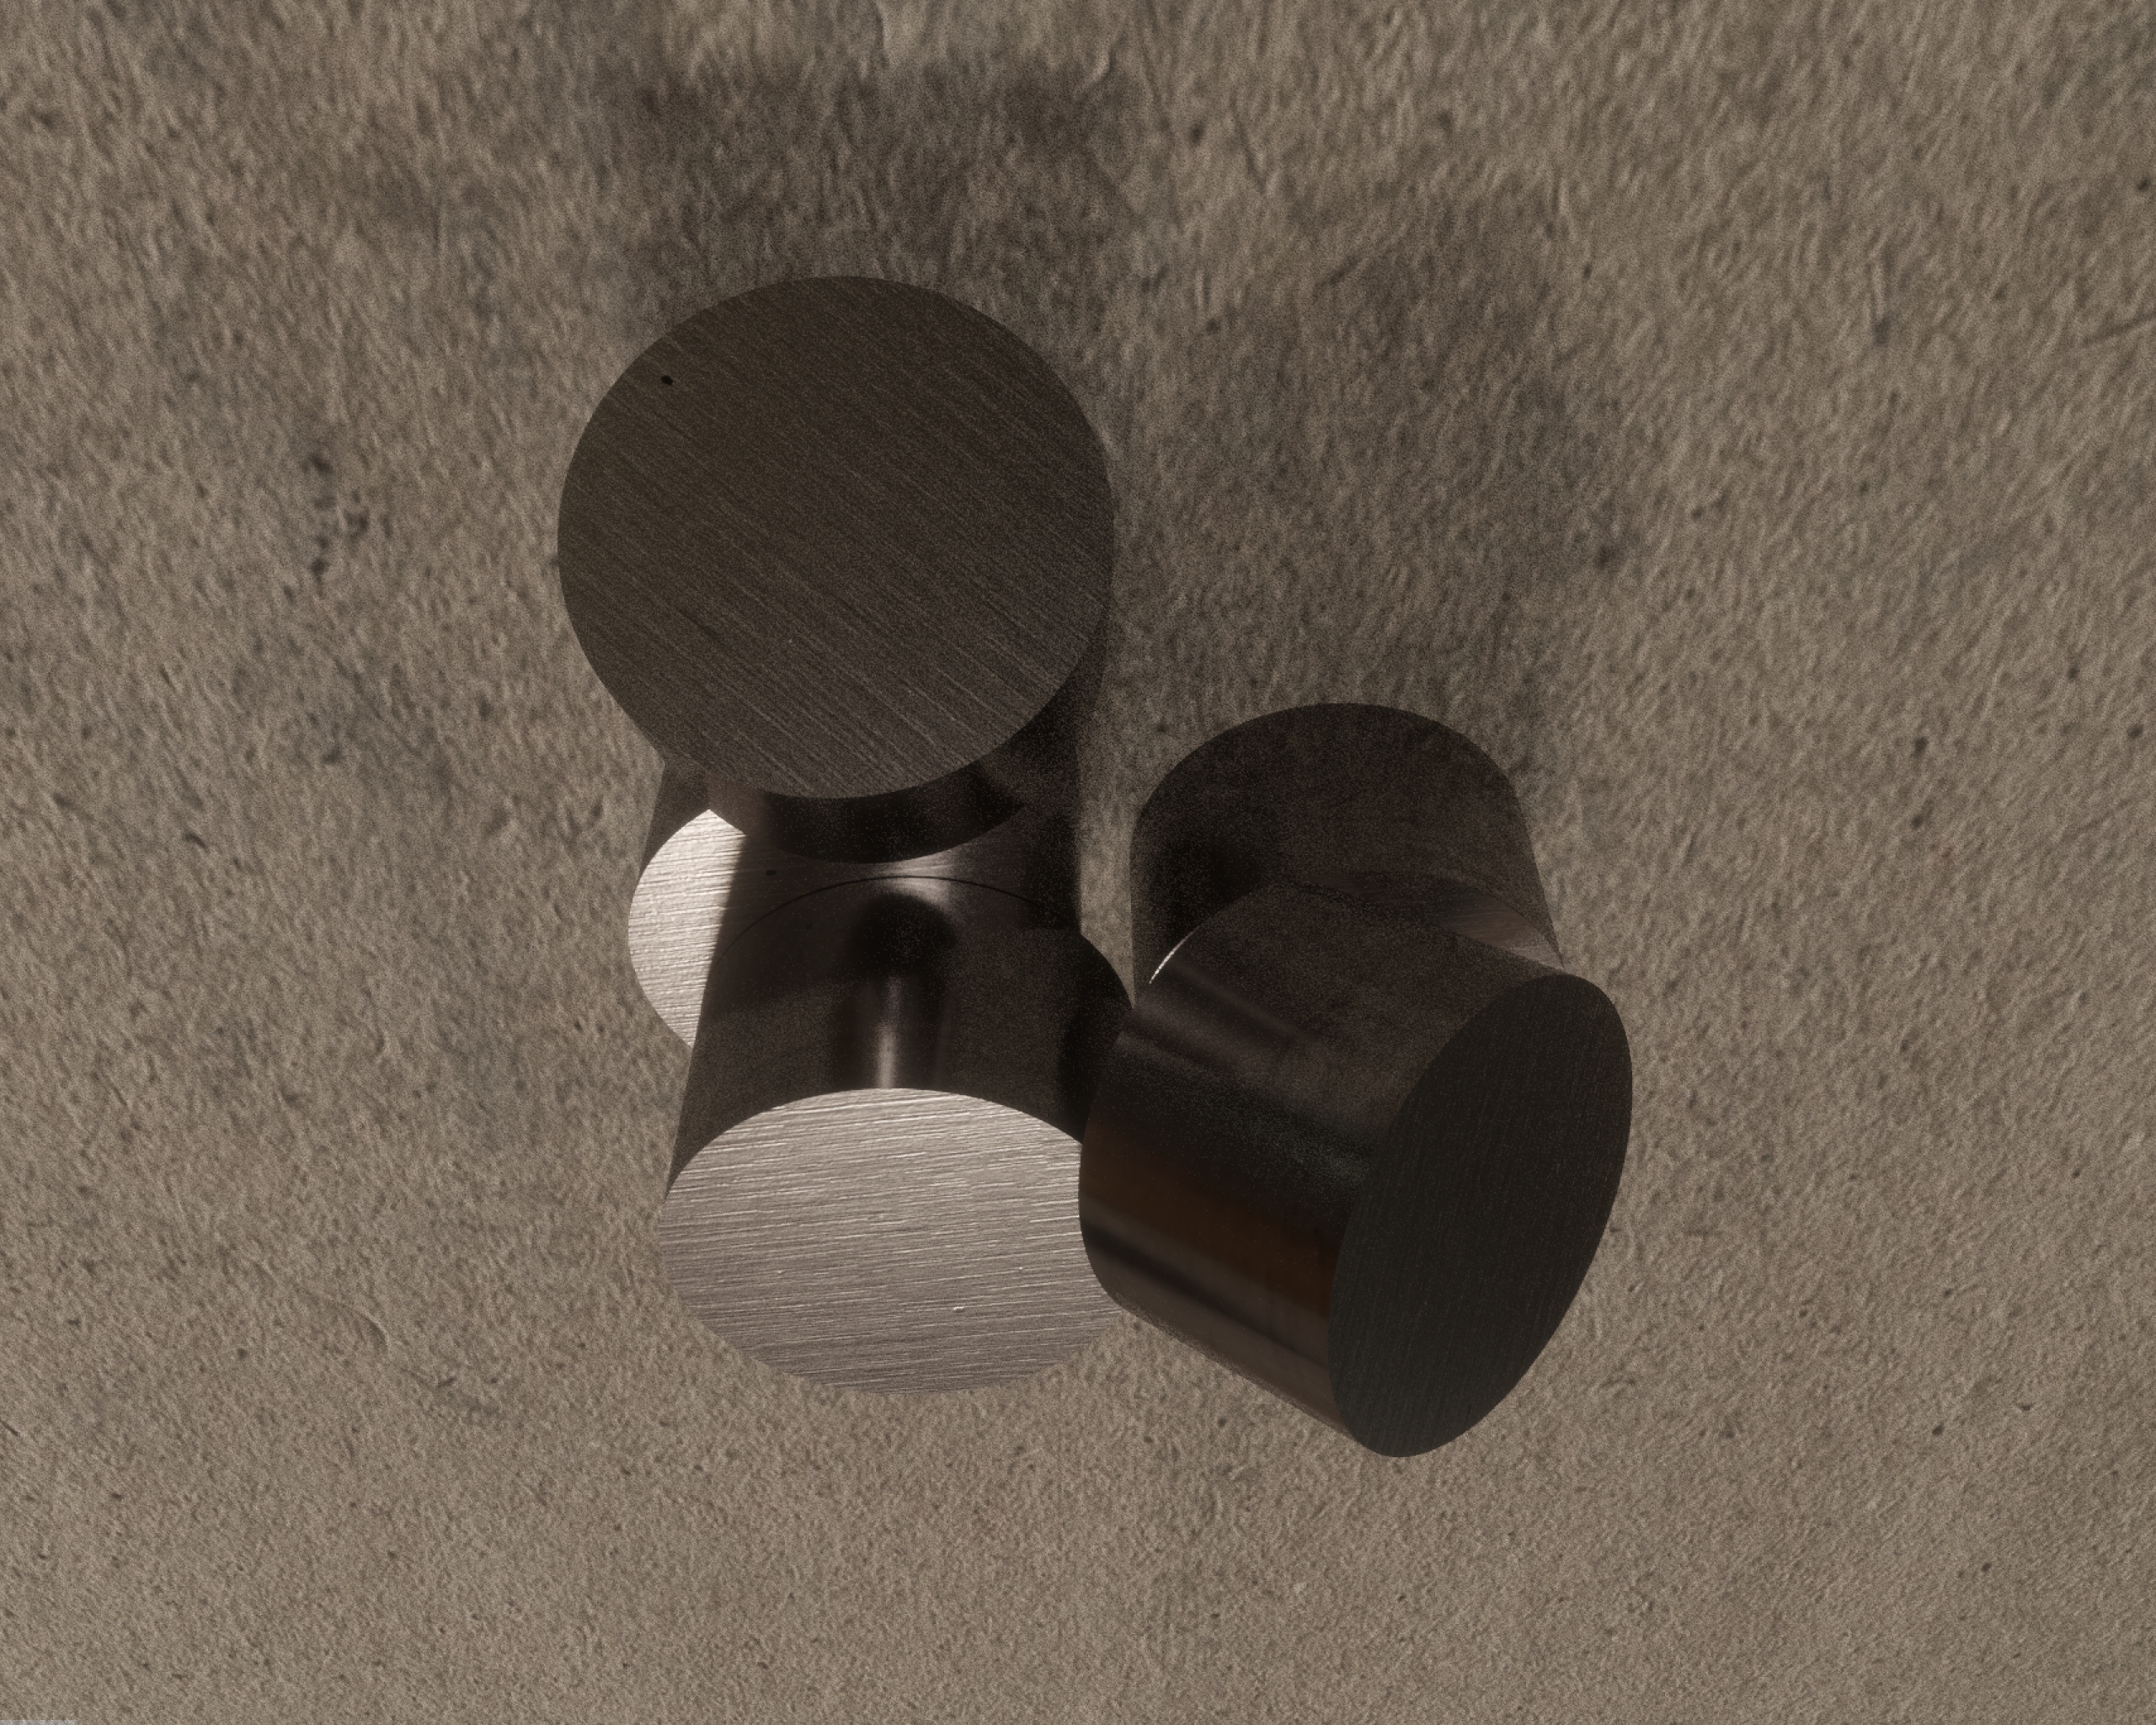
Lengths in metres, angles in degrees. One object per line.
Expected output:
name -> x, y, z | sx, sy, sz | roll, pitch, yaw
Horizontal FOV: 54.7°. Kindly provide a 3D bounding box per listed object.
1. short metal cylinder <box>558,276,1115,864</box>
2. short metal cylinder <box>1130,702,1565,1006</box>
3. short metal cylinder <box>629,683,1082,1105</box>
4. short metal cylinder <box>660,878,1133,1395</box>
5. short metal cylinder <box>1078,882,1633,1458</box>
short metal cylinder -> -0.035, -0.043, 0.327 | 0.081, 0.080, 0.050 | 0, 169, -1
short metal cylinder -> 0.051, 0.016, 0.406 | 0.081, 0.050, 0.079 | 0, 130, 0
short metal cylinder -> -0.040, 0.000, 0.391 | 0.081, 0.050, 0.079 | 0, 130, 0
short metal cylinder -> -0.029, 0.049, 0.367 | 0.081, 0.050, 0.079 | 0, 130, 0
short metal cylinder -> 0.046, 0.048, 0.339 | 0.050, 0.080, 0.080 | 21, 145, 41
